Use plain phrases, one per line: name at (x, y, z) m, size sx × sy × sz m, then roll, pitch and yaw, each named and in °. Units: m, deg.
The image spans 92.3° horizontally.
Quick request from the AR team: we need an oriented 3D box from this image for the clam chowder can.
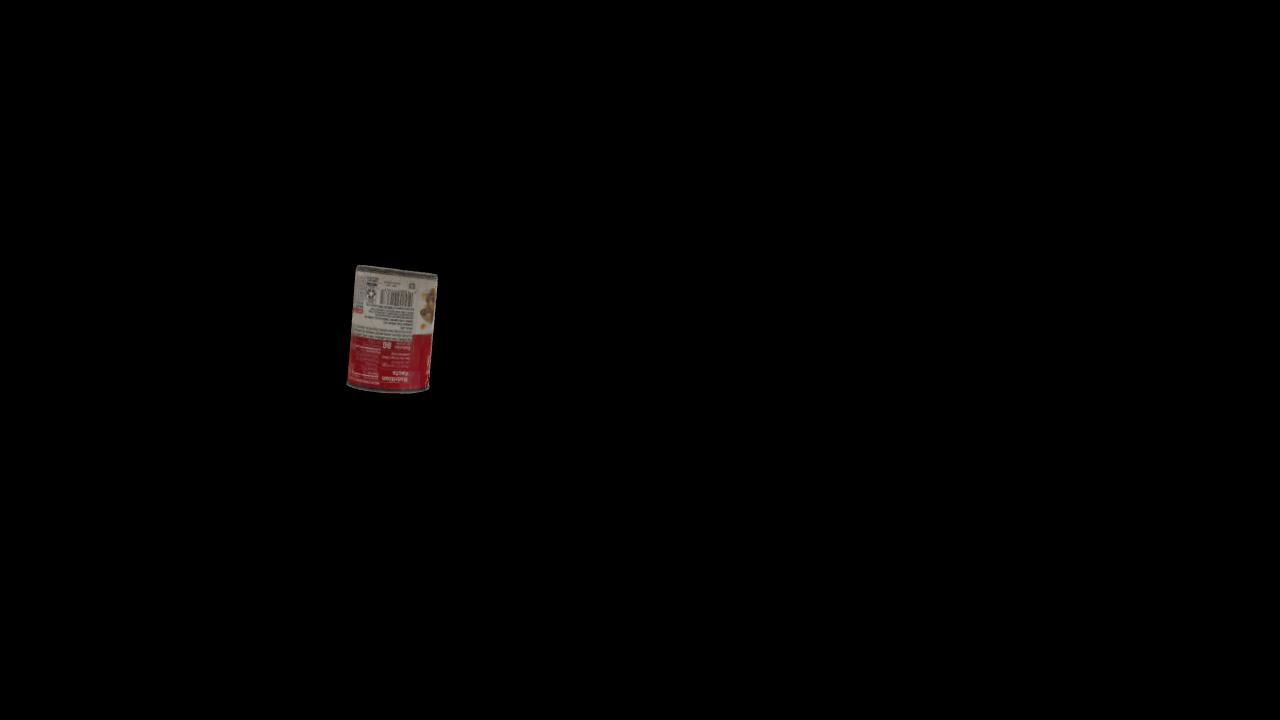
clam chowder can at (-0.213, -0.027, 0.531) m, size 0.068 × 0.102 × 0.068 m, roll 7°, pitch 7°, yaw -1°
